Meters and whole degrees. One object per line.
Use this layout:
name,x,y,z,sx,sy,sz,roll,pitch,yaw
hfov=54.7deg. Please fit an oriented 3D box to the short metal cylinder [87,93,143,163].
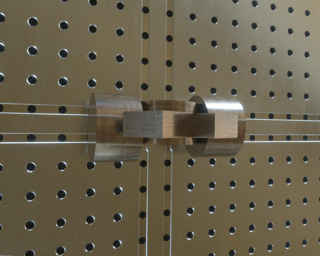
short metal cylinder,-0.055,0.000,0.363,0.050,0.080,0.080,1,90,-20

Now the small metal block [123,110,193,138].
small metal block,-0.001,-0.004,0.312,0.050,0.050,0.025,1,90,-52

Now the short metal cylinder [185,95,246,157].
short metal cylinder,0.068,-0.002,0.408,0.050,0.080,0.079,1,90,-19

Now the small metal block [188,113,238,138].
small metal block,0.050,-0.002,0.336,0.050,0.050,0.025,1,90,-51

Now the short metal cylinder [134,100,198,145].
short metal cylinder,0.007,-0.006,0.386,0.081,0.080,0.050,1,90,-20
